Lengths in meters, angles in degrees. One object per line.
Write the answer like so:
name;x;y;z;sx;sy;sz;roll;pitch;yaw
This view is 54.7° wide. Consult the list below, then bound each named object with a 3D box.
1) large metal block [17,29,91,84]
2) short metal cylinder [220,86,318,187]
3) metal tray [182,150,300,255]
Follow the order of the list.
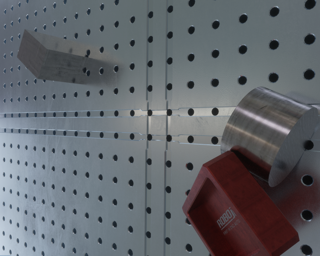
large metal block;-0.178;-0.118;0.521;0.080;0.081;0.050;40;115;32
short metal cylinder;0.102;0.008;0.289;0.050;0.081;0.079;32;110;35
metal tray;0.067;0.090;0.303;0.090;0.030;0.129;55;158;24
